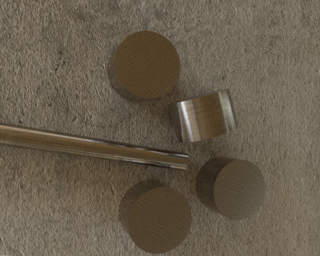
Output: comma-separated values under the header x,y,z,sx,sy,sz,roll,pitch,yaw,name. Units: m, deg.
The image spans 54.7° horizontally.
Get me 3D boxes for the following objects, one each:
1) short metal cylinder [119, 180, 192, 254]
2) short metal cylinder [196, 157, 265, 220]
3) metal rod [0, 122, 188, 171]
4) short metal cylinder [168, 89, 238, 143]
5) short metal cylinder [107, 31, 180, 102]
x,y,z,sx,sy,sz,roll,pitch,yaw,name
-0.007,0.110,0.394,0.081,0.050,0.080,0,90,-20,short metal cylinder
0.098,0.082,0.432,0.081,0.050,0.080,0,90,-20,short metal cylinder
-0.107,0.020,0.369,0.302,0.025,0.025,11,87,-20,metal rod
0.055,-0.017,0.401,0.081,0.080,0.050,-17,96,-19,short metal cylinder
-0.022,-0.075,0.388,0.081,0.050,0.080,0,90,-20,short metal cylinder
